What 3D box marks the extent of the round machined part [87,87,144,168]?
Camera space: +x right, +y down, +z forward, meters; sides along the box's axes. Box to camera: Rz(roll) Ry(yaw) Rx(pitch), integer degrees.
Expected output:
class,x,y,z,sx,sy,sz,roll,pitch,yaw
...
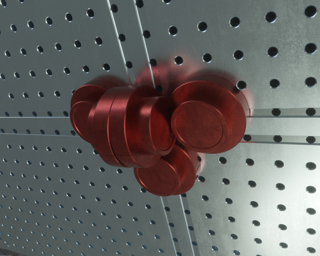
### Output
class,x,y,z,sx,sy,sz,roll,pitch,yaw
round machined part,-0.052,-0.001,0.381,0.042,0.098,0.097,1,119,27

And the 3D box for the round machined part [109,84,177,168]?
class,x,y,z,sx,sy,sz,roll,pitch,yaw
round machined part,-0.013,-0.002,0.361,0.042,0.098,0.097,-1,118,28

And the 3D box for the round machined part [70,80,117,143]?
class,x,y,z,sx,sy,sz,roll,pitch,yaw
round machined part,-0.086,-0.015,0.434,0.098,0.042,0.097,13,124,20

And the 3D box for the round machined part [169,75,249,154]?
class,x,y,z,sx,sy,sz,roll,pitch,yaw
round machined part,0.051,-0.010,0.365,0.098,0.042,0.097,13,124,20

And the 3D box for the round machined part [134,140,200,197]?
class,x,y,z,sx,sy,sz,roll,pitch,yaw
round machined part,0.003,0.056,0.432,0.098,0.042,0.097,13,124,20
